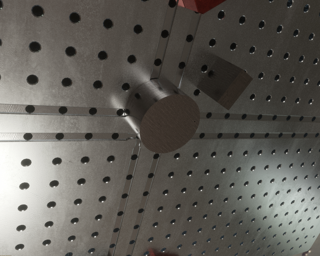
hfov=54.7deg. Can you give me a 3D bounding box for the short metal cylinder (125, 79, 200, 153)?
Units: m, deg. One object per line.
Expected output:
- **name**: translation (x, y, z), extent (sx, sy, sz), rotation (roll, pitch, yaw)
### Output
- **short metal cylinder**: translation (0.003, -0.015, 0.389), extent (0.081, 0.050, 0.079), rotation (-14, 124, -21)

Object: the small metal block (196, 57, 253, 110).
- **small metal block**: translation (0.084, -0.059, 0.406), extent (0.025, 0.050, 0.050), rotation (29, 102, -38)

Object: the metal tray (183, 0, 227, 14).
- **metal tray**: translation (0.051, -0.198, 0.315), extent (0.090, 0.030, 0.130), rotation (-33, 129, -7)
